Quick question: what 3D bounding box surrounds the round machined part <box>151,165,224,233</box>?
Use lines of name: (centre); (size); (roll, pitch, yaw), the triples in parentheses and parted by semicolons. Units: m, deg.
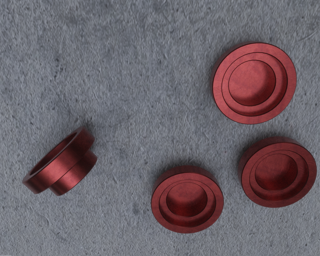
round machined part: (0.037, 0.095, 0.436); (0.099, 0.042, 0.097); (0, 110, 0)

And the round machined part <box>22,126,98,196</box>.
round machined part: (-0.118, 0.046, 0.387); (0.098, 0.098, 0.042); (-37, 106, 12)

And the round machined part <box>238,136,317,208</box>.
round machined part: (0.155, 0.056, 0.423); (0.099, 0.042, 0.097); (0, 110, 0)

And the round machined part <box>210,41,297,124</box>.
round machined part: (0.110, -0.057, 0.380); (0.099, 0.042, 0.097); (0, 110, 0)
